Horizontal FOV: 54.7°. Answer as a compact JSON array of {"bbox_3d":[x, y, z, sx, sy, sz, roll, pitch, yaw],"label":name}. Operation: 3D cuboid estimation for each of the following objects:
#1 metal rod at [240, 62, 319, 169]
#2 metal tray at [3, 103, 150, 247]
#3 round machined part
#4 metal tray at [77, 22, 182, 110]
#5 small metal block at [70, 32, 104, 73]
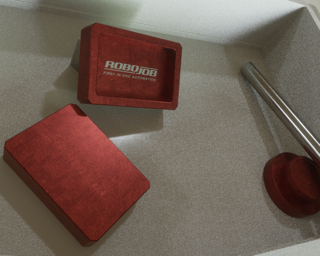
[{"bbox_3d":[0.217,0.003,0.484,0.025,0.025,0.299,-7,53,-32],"label":"metal rod"},{"bbox_3d":[-0.086,0.046,0.329,0.130,0.030,0.091,46,51,4],"label":"metal tray"},{"bbox_3d":[0.207,0.080,0.460,0.099,0.042,0.098,14,56,-21],"label":"round machined part"},{"bbox_3d":[-0.034,-0.071,0.388,0.131,0.030,0.089,2,94,-37],"label":"metal tray"},{"bbox_3d":[-0.085,-0.100,0.406,0.025,0.050,0.050,45,51,2],"label":"small metal block"}]
